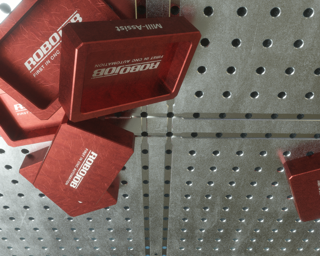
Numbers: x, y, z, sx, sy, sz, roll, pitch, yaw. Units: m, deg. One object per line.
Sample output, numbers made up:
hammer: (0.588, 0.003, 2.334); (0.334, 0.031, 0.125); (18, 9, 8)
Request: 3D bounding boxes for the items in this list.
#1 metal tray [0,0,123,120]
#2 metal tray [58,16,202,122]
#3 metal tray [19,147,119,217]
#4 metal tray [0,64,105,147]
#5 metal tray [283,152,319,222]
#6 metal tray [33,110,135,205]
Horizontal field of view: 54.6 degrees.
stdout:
metal tray: (-0.104, -0.082, 0.306); (0.130, 0.030, 0.090); (-42, 114, 9)
metal tray: (-0.029, -0.060, 0.306); (0.131, 0.030, 0.089); (-17, 145, -33)
metal tray: (-0.134, 0.081, 0.476); (0.090, 0.030, 0.130); (-21, 127, 16)
metal tray: (-0.145, -0.027, 0.383); (0.130, 0.030, 0.090); (-10, 130, 8)
metal tray: (0.255, 0.093, 0.489); (0.090, 0.030, 0.130); (-19, 128, 15)
metal tray: (-0.100, 0.043, 0.404); (0.090, 0.030, 0.129); (23, 126, -19)
